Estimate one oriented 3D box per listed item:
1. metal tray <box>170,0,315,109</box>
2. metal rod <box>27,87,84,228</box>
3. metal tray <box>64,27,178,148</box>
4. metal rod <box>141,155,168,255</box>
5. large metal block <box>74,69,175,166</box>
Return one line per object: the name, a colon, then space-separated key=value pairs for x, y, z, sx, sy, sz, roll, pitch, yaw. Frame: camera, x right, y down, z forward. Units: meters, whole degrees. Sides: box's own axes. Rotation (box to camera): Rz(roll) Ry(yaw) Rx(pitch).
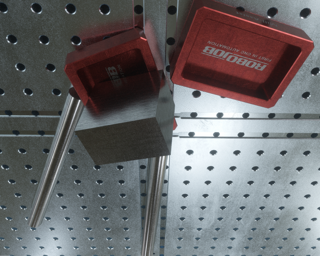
metal tray: x=0.086 y=-0.078 z=0.342 sx=0.131 sy=0.030 sz=0.089 roll=13 pitch=129 yaw=-12
metal rod: x=-0.160 y=0.062 z=0.461 sx=0.025 sy=0.025 sz=0.298 roll=19 pitch=128 yaw=-16
metal tray: x=-0.041 y=-0.039 z=0.363 sx=0.090 sy=0.030 sz=0.129 roll=-20 pitch=128 yaw=2
metal rod: x=-0.013 y=0.140 z=0.530 sx=0.025 sy=0.025 sz=0.298 roll=4 pitch=130 yaw=-4
large metal block: x=-0.032 y=-0.012 z=0.326 sx=0.080 sy=0.080 sz=0.050 roll=-9 pitch=130 yaw=15
